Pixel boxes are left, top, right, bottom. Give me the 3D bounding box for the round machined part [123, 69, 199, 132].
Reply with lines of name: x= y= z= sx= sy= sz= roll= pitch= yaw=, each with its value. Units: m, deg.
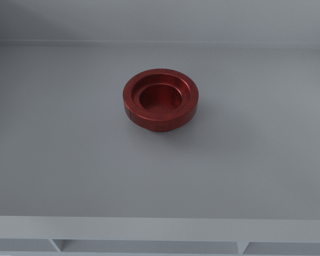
round machined part: x=0.001 y=-0.033 z=0.418 sx=0.099 sy=0.042 sz=0.098 roll=0 pitch=50 yaw=0
